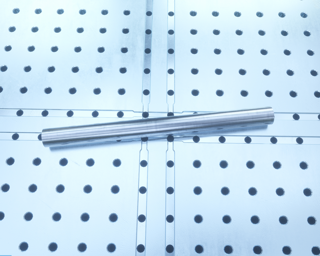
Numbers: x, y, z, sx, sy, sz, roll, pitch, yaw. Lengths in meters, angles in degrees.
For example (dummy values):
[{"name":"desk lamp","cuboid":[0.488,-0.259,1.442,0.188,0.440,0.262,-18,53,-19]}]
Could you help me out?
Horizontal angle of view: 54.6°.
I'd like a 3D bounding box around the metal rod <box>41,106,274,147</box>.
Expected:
[{"name":"metal rod","cuboid":[-0.001,-0.002,0.412,0.302,0.025,0.025,-6,70,-2]}]
